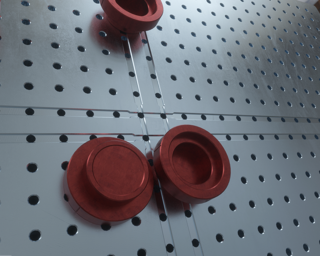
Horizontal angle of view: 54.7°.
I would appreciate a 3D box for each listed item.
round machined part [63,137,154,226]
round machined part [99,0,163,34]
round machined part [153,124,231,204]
[{"bbox_3d":[-0.051,0.053,0.339,0.099,0.042,0.098,14,56,-21],"label":"round machined part"},{"bbox_3d":[-0.048,-0.189,0.488,0.099,0.042,0.098,14,56,-21],"label":"round machined part"},{"bbox_3d":[0.036,0.048,0.389,0.099,0.042,0.098,14,56,-21],"label":"round machined part"}]
